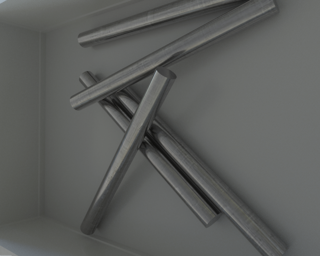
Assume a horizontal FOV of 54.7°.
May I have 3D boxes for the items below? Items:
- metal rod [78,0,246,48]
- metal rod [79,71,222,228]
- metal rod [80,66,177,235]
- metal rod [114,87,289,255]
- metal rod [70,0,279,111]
[{"bbox_3d":[-0.007,-0.145,0.410,0.300,0.025,0.025,-1,90,39],"label":"metal rod"},{"bbox_3d":[-0.029,0.012,0.428,0.300,0.025,0.025,46,117,30],"label":"metal rod"},{"bbox_3d":[-0.055,0.050,0.422,0.025,0.025,0.298,48,126,29],"label":"metal rod"},{"bbox_3d":[0.029,0.034,0.381,0.300,0.025,0.025,46,117,30],"label":"metal rod"},{"bbox_3d":[-0.005,-0.083,0.388,0.300,0.025,0.025,-20,77,31],"label":"metal rod"}]
